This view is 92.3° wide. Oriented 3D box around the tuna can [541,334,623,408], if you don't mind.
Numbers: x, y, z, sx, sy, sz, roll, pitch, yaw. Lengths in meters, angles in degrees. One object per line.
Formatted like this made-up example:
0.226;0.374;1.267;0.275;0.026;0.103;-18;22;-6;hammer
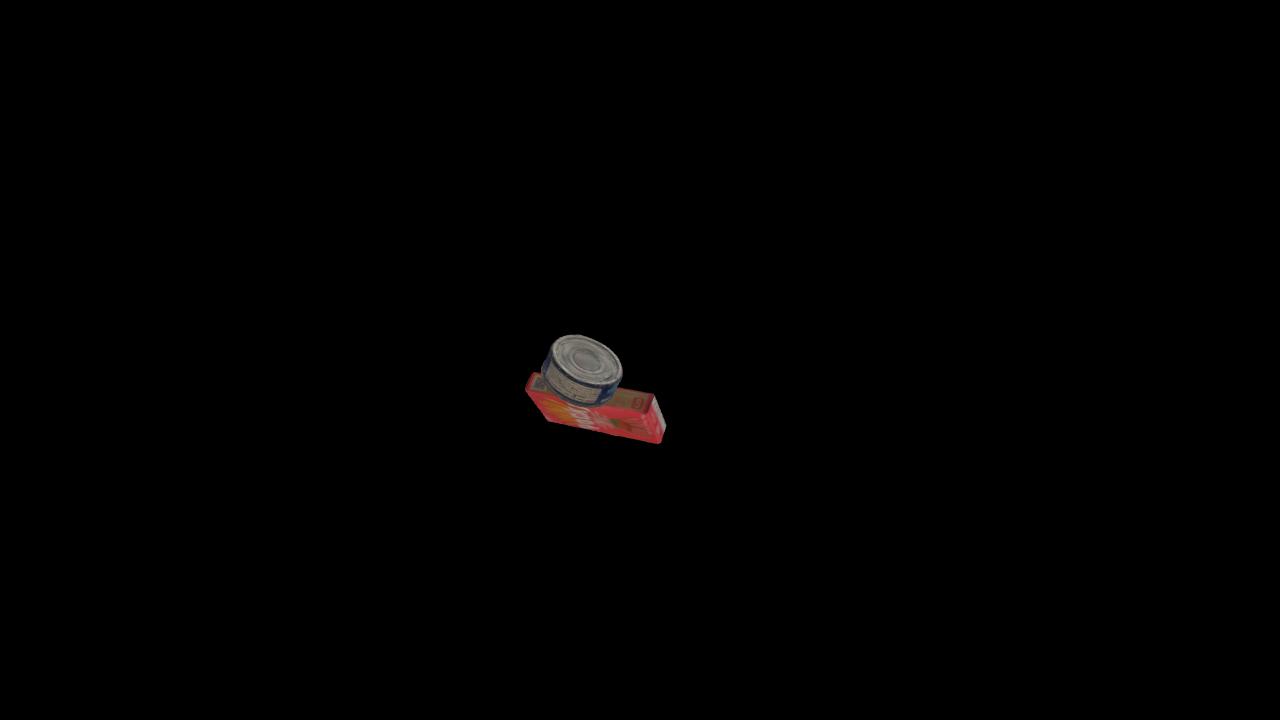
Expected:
-0.061;0.010;0.662;0.084;0.034;0.084;19;34;-14;tuna can

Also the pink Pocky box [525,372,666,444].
-0.051;0.057;0.723;0.155;0.029;0.084;10;-29;18;pink Pocky box
